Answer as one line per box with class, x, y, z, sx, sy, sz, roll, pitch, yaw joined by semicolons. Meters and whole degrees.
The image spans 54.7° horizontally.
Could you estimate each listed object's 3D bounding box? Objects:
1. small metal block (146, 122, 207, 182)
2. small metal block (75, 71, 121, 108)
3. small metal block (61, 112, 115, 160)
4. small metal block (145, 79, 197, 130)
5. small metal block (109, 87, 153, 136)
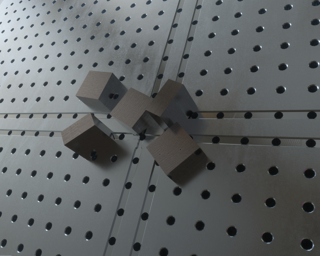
small metal block;0.019;0.029;0.379;0.050;0.025;0.050;-40;51;1
small metal block;-0.099;-0.063;0.497;0.050;0.025;0.050;11;67;32
small metal block;-0.101;0.012;0.436;0.050;0.050;0.025;-33;52;6
small metal block;0.016;-0.026;0.399;0.025;0.050;0.050;28;77;37
small metal block;-0.035;-0.024;0.439;0.050;0.025;0.050;30;78;37
